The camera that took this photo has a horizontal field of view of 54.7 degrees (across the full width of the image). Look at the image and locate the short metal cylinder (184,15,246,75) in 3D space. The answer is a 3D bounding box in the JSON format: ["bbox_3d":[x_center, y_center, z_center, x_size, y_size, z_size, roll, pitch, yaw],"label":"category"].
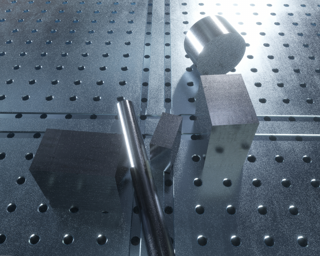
[{"bbox_3d":[0.084,-0.125,0.478,0.081,0.080,0.050,-15,52,-13],"label":"short metal cylinder"}]

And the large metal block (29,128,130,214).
[{"bbox_3d":[-0.079,0.048,0.331,0.080,0.080,0.050,4,50,3],"label":"large metal block"}]

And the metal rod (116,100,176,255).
[{"bbox_3d":[-0.012,0.081,0.338,0.025,0.025,0.300,-11,51,-9],"label":"metal rod"}]

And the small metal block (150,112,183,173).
[{"bbox_3d":[0.008,0.018,0.377,0.025,0.050,0.050,14,51,11],"label":"small metal block"}]

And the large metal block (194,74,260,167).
[{"bbox_3d":[0.077,-0.009,0.381,0.050,0.080,0.080,-3,50,-3],"label":"large metal block"}]
